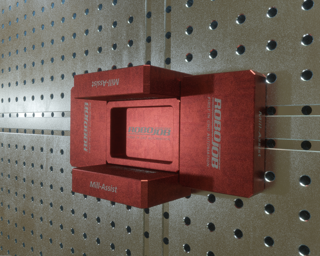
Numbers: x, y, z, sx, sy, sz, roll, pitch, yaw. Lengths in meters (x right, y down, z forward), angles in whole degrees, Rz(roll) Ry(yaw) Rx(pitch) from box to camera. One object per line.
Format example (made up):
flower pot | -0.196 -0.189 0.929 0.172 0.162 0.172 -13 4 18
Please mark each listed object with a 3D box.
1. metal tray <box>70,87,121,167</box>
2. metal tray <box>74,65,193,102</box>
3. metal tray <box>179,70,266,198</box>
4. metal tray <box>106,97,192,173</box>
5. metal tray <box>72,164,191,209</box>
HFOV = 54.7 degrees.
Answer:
metal tray | -0.102 -0.001 0.487 0.090 0.030 0.129 1 91 39
metal tray | -0.035 -0.052 0.394 0.130 0.091 0.030 1 91 39
metal tray | 0.068 0.005 0.347 0.090 0.030 0.129 1 91 38
metal tray | -0.018 0.007 0.416 0.130 0.030 0.089 1 91 39
metal tray | -0.037 0.068 0.394 0.130 0.091 0.030 1 91 39
